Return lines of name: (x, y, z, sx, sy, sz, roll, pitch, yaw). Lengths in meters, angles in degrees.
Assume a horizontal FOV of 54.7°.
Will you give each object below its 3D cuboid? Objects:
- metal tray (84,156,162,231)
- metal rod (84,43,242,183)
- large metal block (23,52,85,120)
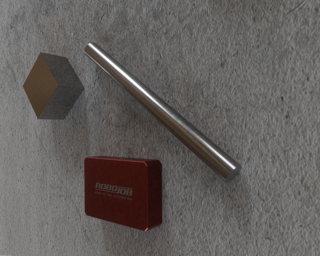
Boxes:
metal tray: (-0.057, 0.089, 0.446, 0.130, 0.030, 0.089, -1, 90, 39)
metal rod: (-0.014, -0.037, 0.414, 0.300, 0.025, 0.025, 43, 116, 31)
large metal block: (-0.187, -0.071, 0.540, 0.080, 0.050, 0.080, -48, 62, 29)
